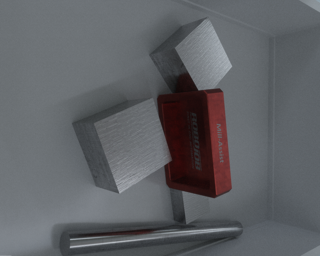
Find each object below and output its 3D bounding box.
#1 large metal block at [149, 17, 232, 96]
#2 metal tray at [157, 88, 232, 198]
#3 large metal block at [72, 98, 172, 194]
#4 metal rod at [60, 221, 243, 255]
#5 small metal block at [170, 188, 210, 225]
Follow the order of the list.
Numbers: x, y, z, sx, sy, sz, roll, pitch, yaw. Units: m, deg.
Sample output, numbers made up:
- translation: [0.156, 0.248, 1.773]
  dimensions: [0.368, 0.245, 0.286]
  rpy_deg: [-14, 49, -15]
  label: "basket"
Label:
- translation: [0.045, -0.093, 0.430]
  dimensions: [0.080, 0.050, 0.080]
  rpy_deg: [-49, 119, -29]
  label: "large metal block"
- translation: [0.043, 0.018, 0.402]
  dimensions: [0.030, 0.090, 0.129]
  rpy_deg: [-11, 97, -40]
  label: "metal tray"
- translation: [-0.041, 0.017, 0.357]
  dimensions: [0.081, 0.050, 0.080]
  rpy_deg: [-28, 108, -37]
  label: "large metal block"
- translation: [0.014, 0.144, 0.420]
  dimensions: [0.302, 0.025, 0.025]
  rpy_deg: [12, 83, -40]
  label: "metal rod"
- translation: [0.044, 0.103, 0.446]
  dimensions: [0.050, 0.025, 0.050]
  rpy_deg: [-13, 98, -40]
  label: "small metal block"
